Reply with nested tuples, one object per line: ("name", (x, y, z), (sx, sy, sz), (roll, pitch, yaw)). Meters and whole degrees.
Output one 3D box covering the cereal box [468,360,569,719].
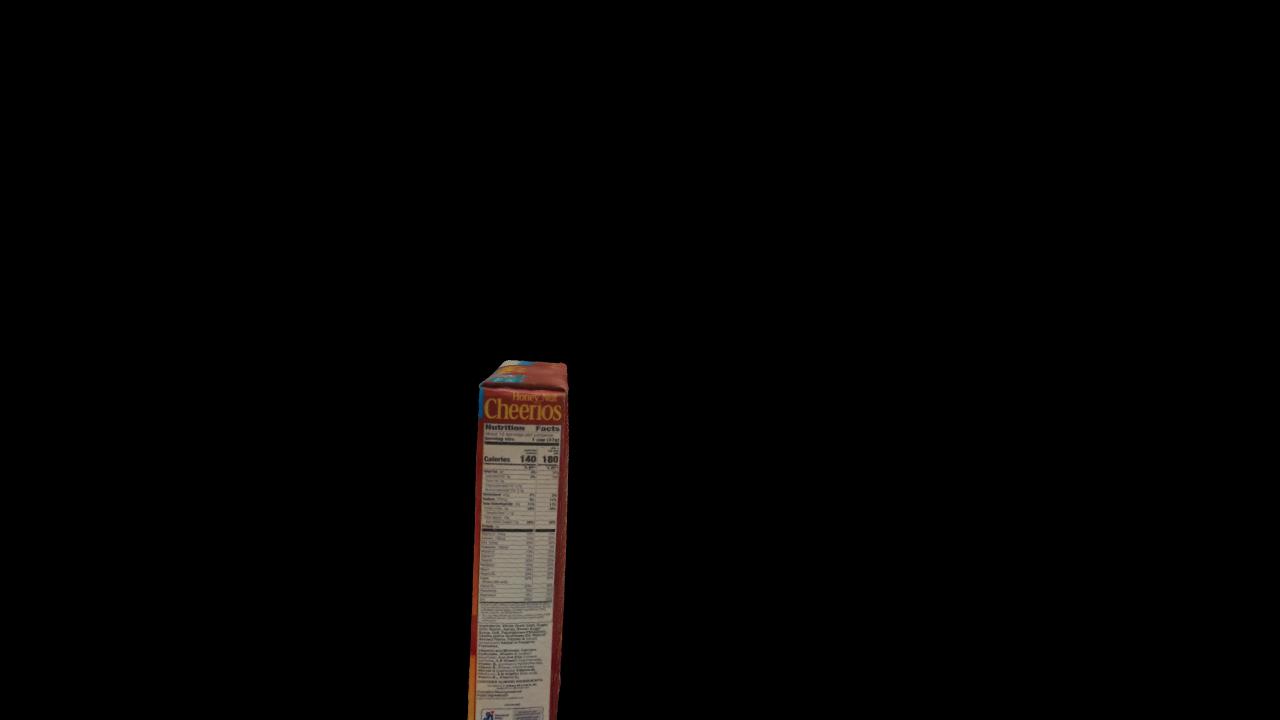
("cereal box", (-0.110, 0.158, 0.584), (0.081, 0.306, 0.203), (2, 6, -8))
